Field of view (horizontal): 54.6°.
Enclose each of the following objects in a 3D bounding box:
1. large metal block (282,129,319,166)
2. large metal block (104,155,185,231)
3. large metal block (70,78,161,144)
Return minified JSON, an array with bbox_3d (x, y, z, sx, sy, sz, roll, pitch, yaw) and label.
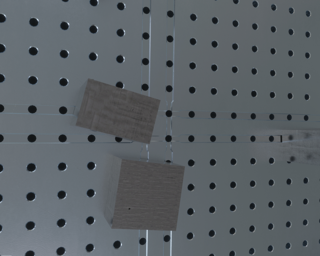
[{"bbox_3d":[0.248,0.027,0.474,0.081,0.080,0.050,-2,91,-20],"label":"large metal block"},{"bbox_3d":[-0.021,0.081,0.392,0.081,0.050,0.080,9,87,-20],"label":"large metal block"},{"bbox_3d":[-0.056,-0.017,0.363,0.081,0.080,0.050,15,85,-19],"label":"large metal block"}]
